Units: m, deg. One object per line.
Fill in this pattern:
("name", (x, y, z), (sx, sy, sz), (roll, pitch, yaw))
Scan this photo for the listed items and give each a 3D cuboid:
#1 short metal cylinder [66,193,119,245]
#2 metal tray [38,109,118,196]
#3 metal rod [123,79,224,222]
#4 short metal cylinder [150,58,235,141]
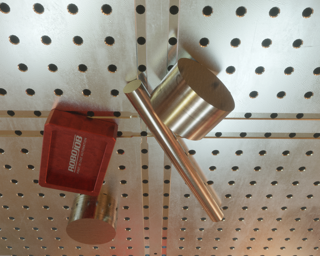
("short metal cylinder", (-0.113, 0.154, 0.526), (0.081, 0.050, 0.079), (0, 130, 0))
("metal tray", (-0.119, 0.041, 0.441), (0.091, 0.030, 0.129), (13, 129, -12))
("metal rod", (0.033, 0.052, 0.456), (0.025, 0.025, 0.299), (-21, 128, 16))
("short metal cylinder", (0.037, -0.033, 0.348), (0.080, 0.080, 0.050), (28, 125, -22))
